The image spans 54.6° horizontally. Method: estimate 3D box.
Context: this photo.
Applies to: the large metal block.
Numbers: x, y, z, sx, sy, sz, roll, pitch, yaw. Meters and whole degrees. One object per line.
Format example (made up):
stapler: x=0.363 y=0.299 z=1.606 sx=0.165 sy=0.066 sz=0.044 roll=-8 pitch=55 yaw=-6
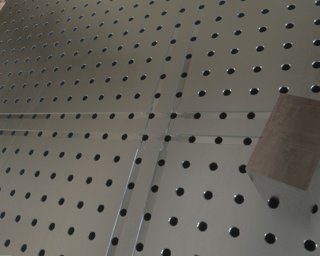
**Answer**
large metal block: x=0.128 y=0.027 z=0.290 sx=0.050 sy=0.080 sz=0.080 roll=19 pitch=72 yaw=35
